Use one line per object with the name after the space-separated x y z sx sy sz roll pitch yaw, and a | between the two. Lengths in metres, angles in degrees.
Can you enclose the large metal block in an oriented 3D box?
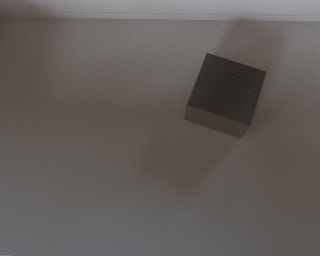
0.085 -0.042 0.412 0.080 0.050 0.080 20 71 7 | large metal block
